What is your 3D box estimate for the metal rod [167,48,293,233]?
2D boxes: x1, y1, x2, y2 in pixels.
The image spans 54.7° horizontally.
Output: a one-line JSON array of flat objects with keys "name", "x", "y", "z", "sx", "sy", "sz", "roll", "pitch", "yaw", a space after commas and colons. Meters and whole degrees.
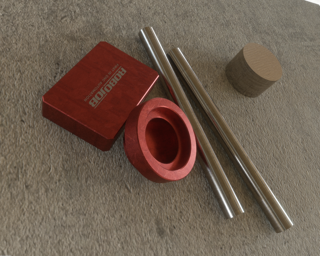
[{"name": "metal rod", "x": 0.093, "y": 0.008, "z": 0.448, "sx": 0.025, "sy": 0.025, "sz": 0.299, "roll": -20, "pitch": 72, "yaw": -35}]

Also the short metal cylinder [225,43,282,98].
[{"name": "short metal cylinder", "x": 0.161, "y": -0.100, "z": 0.535, "sx": 0.081, "sy": 0.050, "sz": 0.080, "roll": 14, "pitch": 56, "yaw": -21}]

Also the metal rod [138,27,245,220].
[{"name": "metal rod", "x": 0.036, "y": -0.020, "z": 0.435, "sx": 0.025, "sy": 0.025, "sz": 0.299, "roll": -12, "pitch": 68, "yaw": -33}]

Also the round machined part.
[{"name": "round machined part", "x": -0.004, "y": 0.017, "z": 0.367, "sx": 0.099, "sy": 0.042, "sz": 0.098, "roll": 20, "pitch": 61, "yaw": -41}]

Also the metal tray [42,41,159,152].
[{"name": "metal tray", "x": -0.069, "y": -0.044, "z": 0.384, "sx": 0.090, "sy": 0.030, "sz": 0.130, "roll": 31, "pitch": 51, "yaw": 0}]
